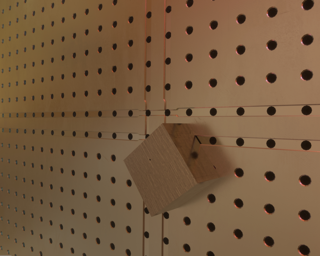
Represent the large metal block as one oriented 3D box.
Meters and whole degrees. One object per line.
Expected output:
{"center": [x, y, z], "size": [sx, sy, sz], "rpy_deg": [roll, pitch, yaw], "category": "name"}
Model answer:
{"center": [0.012, 0.050, 0.381], "size": [0.080, 0.050, 0.080], "rpy_deg": [-44, 64, 31], "category": "large metal block"}
